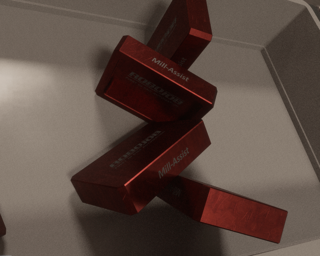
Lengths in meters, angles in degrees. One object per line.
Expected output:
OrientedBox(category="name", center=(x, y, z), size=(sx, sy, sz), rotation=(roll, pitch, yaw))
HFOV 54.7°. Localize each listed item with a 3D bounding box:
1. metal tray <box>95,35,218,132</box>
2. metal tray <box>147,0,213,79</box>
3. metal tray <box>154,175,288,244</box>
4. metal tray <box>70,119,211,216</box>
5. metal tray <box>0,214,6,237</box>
OrientedBox(category="metal tray", center=(-0.007, -0.046, 0.389), size=(0.131, 0.090, 0.030), rotation=(29, 52, -11))
OrientedBox(category="metal tray", center=(0.018, -0.113, 0.419), size=(0.030, 0.129, 0.090), rotation=(11, 57, -23))
OrientedBox(category="metal tray", center=(0.053, 0.076, 0.323), size=(0.091, 0.130, 0.030), rotation=(20, 83, -17))
OrientedBox(category="metal tray", center=(-0.017, 0.034, 0.332), size=(0.131, 0.090, 0.030), rotation=(-36, 113, -39))
OrientedBox(category="metal tray", center=(-0.164, 0.042, 0.223), size=(0.030, 0.130, 0.090), rotation=(-26, 75, -14))
